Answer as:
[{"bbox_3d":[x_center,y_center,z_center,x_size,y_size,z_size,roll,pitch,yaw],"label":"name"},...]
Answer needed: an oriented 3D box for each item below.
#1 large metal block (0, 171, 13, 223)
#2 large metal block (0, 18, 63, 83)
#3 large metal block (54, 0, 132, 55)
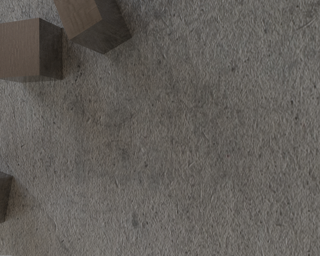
[{"bbox_3d":[-0.295,0.108,0.500,0.080,0.050,0.080,14,95,19],"label":"large metal block"},{"bbox_3d":[-0.196,-0.113,0.465,0.080,0.050,0.080,0,90,20],"label":"large metal block"},{"bbox_3d":[-0.090,-0.153,0.412,0.050,0.080,0.080,-25,82,18],"label":"large metal block"}]
